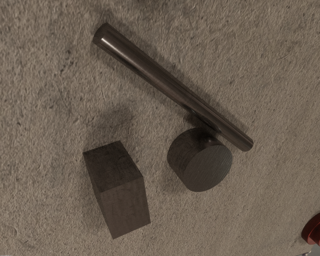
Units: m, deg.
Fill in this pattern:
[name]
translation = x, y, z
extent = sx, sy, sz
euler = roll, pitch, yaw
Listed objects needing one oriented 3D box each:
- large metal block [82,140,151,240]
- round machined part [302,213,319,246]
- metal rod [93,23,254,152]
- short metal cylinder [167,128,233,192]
[large metal block]
translation = -0.055, 0.075, 0.389
extent = 0.050, 0.080, 0.079
euler = -19, 126, -18
[round machined part]
translation = 0.415, 0.263, 0.791
extent = 0.099, 0.042, 0.097
euler = -14, 125, -21
[metal rod]
translation = 0.040, -0.035, 0.408
extent = 0.301, 0.025, 0.025
euler = 32, 101, -39
[short metal cylinder]
translation = 0.058, 0.046, 0.453
extent = 0.081, 0.050, 0.079
euler = -14, 125, -21
